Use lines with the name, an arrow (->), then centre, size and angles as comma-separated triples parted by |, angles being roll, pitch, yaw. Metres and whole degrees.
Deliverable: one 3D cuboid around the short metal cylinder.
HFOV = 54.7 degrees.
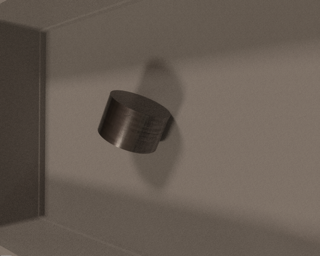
short metal cylinder -> -0.033, -0.009, 0.396 | 0.080, 0.081, 0.050 | 35, 112, 34
